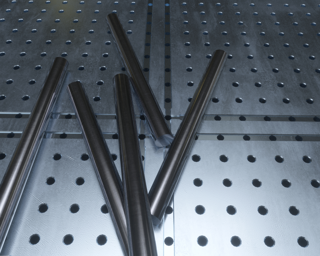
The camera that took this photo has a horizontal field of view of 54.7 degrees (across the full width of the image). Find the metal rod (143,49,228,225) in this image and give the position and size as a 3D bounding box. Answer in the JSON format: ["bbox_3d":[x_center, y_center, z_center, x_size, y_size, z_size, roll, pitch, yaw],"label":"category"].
[{"bbox_3d":[0.044,-0.011,0.417,0.025,0.025,0.301,17,52,13],"label":"metal rod"}]

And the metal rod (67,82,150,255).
[{"bbox_3d":[-0.065,0.047,0.366,0.025,0.025,0.300,-18,53,-15],"label":"metal rod"}]

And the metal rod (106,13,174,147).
[{"bbox_3d":[-0.041,-0.093,0.485,0.025,0.025,0.299,-14,52,-12],"label":"metal rod"}]

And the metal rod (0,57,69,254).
[{"bbox_3d":[-0.164,0.012,0.395,0.025,0.025,0.300,2,50,1],"label":"metal rod"}]

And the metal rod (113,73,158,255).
[{"bbox_3d":[-0.034,0.031,0.361,0.025,0.025,0.300,-7,45,-6],"label":"metal rod"}]
